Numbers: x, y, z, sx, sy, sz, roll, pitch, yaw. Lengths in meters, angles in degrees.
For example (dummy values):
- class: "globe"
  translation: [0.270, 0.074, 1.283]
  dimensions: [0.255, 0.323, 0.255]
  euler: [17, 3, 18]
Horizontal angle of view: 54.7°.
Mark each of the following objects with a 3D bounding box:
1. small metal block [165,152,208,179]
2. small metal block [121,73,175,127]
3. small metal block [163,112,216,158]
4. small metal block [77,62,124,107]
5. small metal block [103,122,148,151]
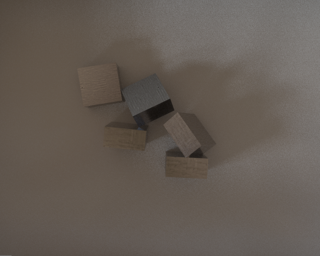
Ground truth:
- class: "small metal block"
  translation: [0.033, 0.047, 0.399]
  dimensions: [0.050, 0.050, 0.025]
  euler: [3, 93, 0]
- class: "small metal block"
  translation: [-0.016, -0.036, 0.398]
  dimensions: [0.050, 0.025, 0.050]
  euler: [-26, 54, -1]
- class: "small metal block"
  translation: [0.038, 0.008, 0.390]
  dimensions: [0.025, 0.050, 0.050]
  euler: [-42, 71, 23]
- class: "small metal block"
  translation: [-0.077, -0.056, 0.411]
  dimensions: [0.050, 0.025, 0.050]
  euler: [-9, 90, 0]
- class: "small metal block"
  translation: [-0.042, 0.010, 0.397]
  dimensions: [0.050, 0.050, 0.025]
  euler: [6, 98, 0]
